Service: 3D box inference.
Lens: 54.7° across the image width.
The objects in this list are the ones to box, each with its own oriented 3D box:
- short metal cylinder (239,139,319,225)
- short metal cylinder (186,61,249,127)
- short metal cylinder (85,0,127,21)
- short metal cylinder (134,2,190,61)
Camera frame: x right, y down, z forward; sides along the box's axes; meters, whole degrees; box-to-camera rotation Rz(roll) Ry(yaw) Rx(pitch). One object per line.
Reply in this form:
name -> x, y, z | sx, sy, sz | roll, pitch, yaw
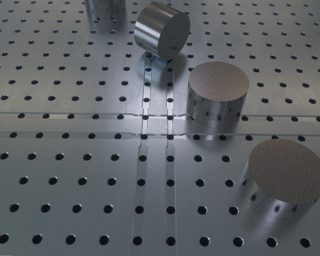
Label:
short metal cylinder -> 0.133, 0.059, 0.343 | 0.081, 0.050, 0.080 | 0, 50, 0
short metal cylinder -> 0.079, -0.048, 0.432 | 0.081, 0.050, 0.080 | 0, 50, 0
short metal cylinder -> -0.107, -0.253, 0.603 | 0.081, 0.050, 0.080 | 0, 50, 0
short metal cylinder -> 0.004, -0.157, 0.504 | 0.050, 0.080, 0.080 | 35, 58, 25
